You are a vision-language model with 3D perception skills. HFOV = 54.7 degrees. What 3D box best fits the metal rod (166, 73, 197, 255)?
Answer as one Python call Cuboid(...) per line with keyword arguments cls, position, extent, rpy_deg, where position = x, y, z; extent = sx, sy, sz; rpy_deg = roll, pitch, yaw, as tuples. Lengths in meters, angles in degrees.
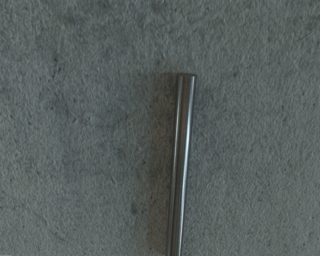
Cuboid(cls="metal rod", position=(0.027, 0.073, 0.437), extent=(0.025, 0.025, 0.298), rpy_deg=(2, 110, -1))
